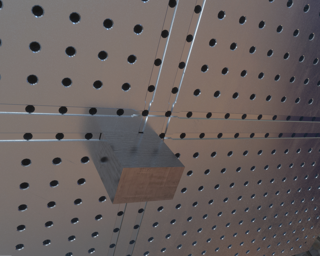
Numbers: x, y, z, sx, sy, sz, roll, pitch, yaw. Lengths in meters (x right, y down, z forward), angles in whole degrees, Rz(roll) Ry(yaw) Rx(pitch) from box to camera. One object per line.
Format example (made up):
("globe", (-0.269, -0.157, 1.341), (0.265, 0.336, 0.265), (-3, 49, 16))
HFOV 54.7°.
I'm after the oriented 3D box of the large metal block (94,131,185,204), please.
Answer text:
("large metal block", (-0.029, 0.047, 0.391), (0.081, 0.080, 0.050), (4, 117, -31))
